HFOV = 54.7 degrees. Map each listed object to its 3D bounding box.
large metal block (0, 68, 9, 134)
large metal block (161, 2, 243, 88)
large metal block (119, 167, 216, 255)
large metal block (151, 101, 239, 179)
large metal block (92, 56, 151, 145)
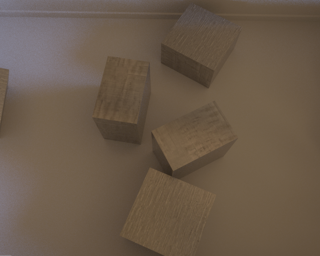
[{"bbox_3d":[-0.241,-0.036,0.391,0.081,0.050,0.080,8,68,-25],"label":"large metal block"},{"bbox_3d":[0.057,-0.117,0.440,0.080,0.050,0.080,30,73,10],"label":"large metal block"},{"bbox_3d":[0.010,0.102,0.359,0.080,0.050,0.080,22,71,7],"label":"large metal block"},{"bbox_3d":[0.038,0.020,0.374,0.080,0.080,0.050,-26,72,-9],"label":"large metal block"},{"bbox_3d":[-0.044,-0.032,0.392,0.050,0.080,0.080,9,70,3],"label":"large metal block"}]
